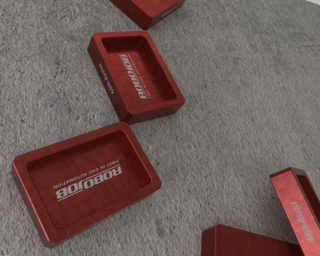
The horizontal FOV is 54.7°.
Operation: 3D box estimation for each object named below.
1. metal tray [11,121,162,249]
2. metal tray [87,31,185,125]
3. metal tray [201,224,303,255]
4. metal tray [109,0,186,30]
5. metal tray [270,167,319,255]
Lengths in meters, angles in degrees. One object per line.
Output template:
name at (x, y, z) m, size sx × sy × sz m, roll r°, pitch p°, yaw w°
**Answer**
metal tray at (-0.073, 0.053, 0.328) m, size 0.131 × 0.030 × 0.090 m, roll -21°, pitch 73°, yaw -36°
metal tray at (-0.033, -0.073, 0.426) m, size 0.091 × 0.030 × 0.130 m, roll -15°, pitch 69°, yaw -34°
metal tray at (0.110, 0.171, 0.355) m, size 0.131 × 0.030 × 0.090 m, roll 20°, pitch 54°, yaw -17°
metal tray at (-0.018, -0.230, 0.530) m, size 0.090 × 0.030 × 0.131 m, roll 42°, pitch 51°, yaw 0°
metal tray at (0.197, 0.119, 0.409) m, size 0.090 × 0.030 × 0.130 m, roll 15°, pitch 51°, yaw -53°
